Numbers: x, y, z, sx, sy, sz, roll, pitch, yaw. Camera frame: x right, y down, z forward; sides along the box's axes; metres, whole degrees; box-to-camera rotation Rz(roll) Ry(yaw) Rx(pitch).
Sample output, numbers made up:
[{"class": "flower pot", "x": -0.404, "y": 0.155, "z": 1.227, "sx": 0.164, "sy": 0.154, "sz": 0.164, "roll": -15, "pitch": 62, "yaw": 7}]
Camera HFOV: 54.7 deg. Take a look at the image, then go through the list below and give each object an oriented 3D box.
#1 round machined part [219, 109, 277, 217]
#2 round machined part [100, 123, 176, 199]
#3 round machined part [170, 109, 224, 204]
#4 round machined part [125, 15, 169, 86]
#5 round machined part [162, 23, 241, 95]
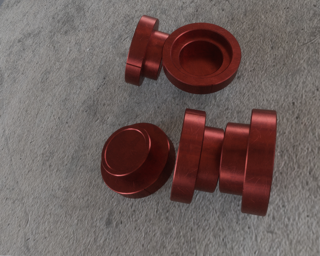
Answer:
[{"class": "round machined part", "x": 0.081, "y": 0.030, "z": 0.292, "sx": 0.042, "sy": 0.098, "sz": 0.098, "roll": 6, "pitch": 64, "yaw": 17}, {"class": "round machined part", "x": -0.034, "y": 0.035, "z": 0.389, "sx": 0.098, "sy": 0.042, "sz": 0.098, "roll": -13, "pitch": 56, "yaw": 21}, {"class": "round machined part", "x": 0.040, "y": 0.030, "z": 0.324, "sx": 0.042, "sy": 0.098, "sz": 0.098, "roll": 10, "pitch": 64, "yaw": 5}, {"class": "round machined part", "x": -0.015, "y": -0.106, "z": 0.440, "sx": 0.042, "sy": 0.098, "sz": 0.098, "roll": 17, "pitch": 67, "yaw": 0}, {"class": "round machined part", "x": 0.053, "y": -0.085, "z": 0.404, "sx": 0.099, "sy": 0.042, "sz": 0.098, "roll": -1, "pitch": 66, "yaw": 2}]
